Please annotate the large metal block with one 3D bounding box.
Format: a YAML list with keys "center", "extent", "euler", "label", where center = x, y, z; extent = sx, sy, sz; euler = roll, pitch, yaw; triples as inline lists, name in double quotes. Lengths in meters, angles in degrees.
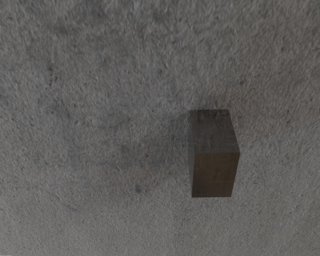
- center: [0.065, 0.032, 0.399]
  extent: [0.050, 0.080, 0.080]
  euler: [-1, 130, 1]
  label: "large metal block"
